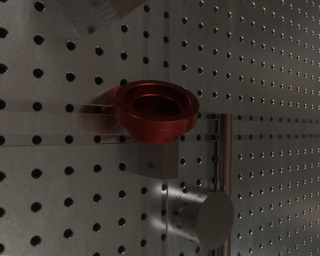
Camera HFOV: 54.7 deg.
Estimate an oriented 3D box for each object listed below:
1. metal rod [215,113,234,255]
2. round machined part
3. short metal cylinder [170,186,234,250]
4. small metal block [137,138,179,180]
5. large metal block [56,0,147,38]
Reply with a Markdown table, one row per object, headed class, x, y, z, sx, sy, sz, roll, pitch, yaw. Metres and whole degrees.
| class | x | y | z | sx | sy | sz | roll | pitch | yaw |
| --- | --- | --- | --- | --- | --- | --- | --- | --- | --- |
| metal rod | 0.102 | 0.126 | 0.497 | 0.025 | 0.025 | 0.298 | 2 | 89 | -40 |
| round machined part | -0.005 | -0.017 | 0.368 | 0.099 | 0.098 | 0.042 | -23 | 135 | -38 |
| short metal cylinder | 0.062 | 0.128 | 0.448 | 0.081 | 0.050 | 0.079 | 0 | 90 | -40 |
| small metal block | -0.003 | 0.037 | 0.393 | 0.025 | 0.050 | 0.050 | 3 | 89 | -41 |
| large metal block | -0.068 | -0.149 | 0.317 | 0.050 | 0.080 | 0.080 | -48 | 119 | -29 |
